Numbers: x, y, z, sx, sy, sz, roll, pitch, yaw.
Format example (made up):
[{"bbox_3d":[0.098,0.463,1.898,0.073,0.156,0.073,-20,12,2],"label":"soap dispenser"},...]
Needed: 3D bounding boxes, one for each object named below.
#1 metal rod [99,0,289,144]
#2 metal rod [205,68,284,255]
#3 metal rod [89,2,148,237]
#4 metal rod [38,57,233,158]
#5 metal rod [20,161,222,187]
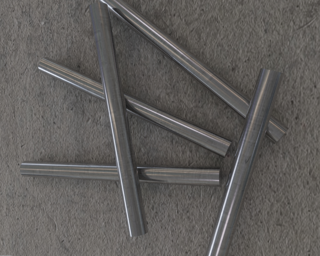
[{"bbox_3d":[0.033,-0.087,0.397,0.300,0.025,0.025,42,103,15],"label":"metal rod"},{"bbox_3d":[0.086,0.081,0.361,0.025,0.025,0.298,17,102,19],"label":"metal rod"},{"bbox_3d":[-0.054,-0.014,0.400,0.025,0.025,0.298,-12,86,19],"label":"metal rod"},{"bbox_3d":[-0.045,-0.035,0.424,0.301,0.025,0.025,25,98,18],"label":"metal rod"},{"bbox_3d":[-0.067,0.062,0.432,0.301,0.025,0.025,-1,90,19],"label":"metal rod"}]
